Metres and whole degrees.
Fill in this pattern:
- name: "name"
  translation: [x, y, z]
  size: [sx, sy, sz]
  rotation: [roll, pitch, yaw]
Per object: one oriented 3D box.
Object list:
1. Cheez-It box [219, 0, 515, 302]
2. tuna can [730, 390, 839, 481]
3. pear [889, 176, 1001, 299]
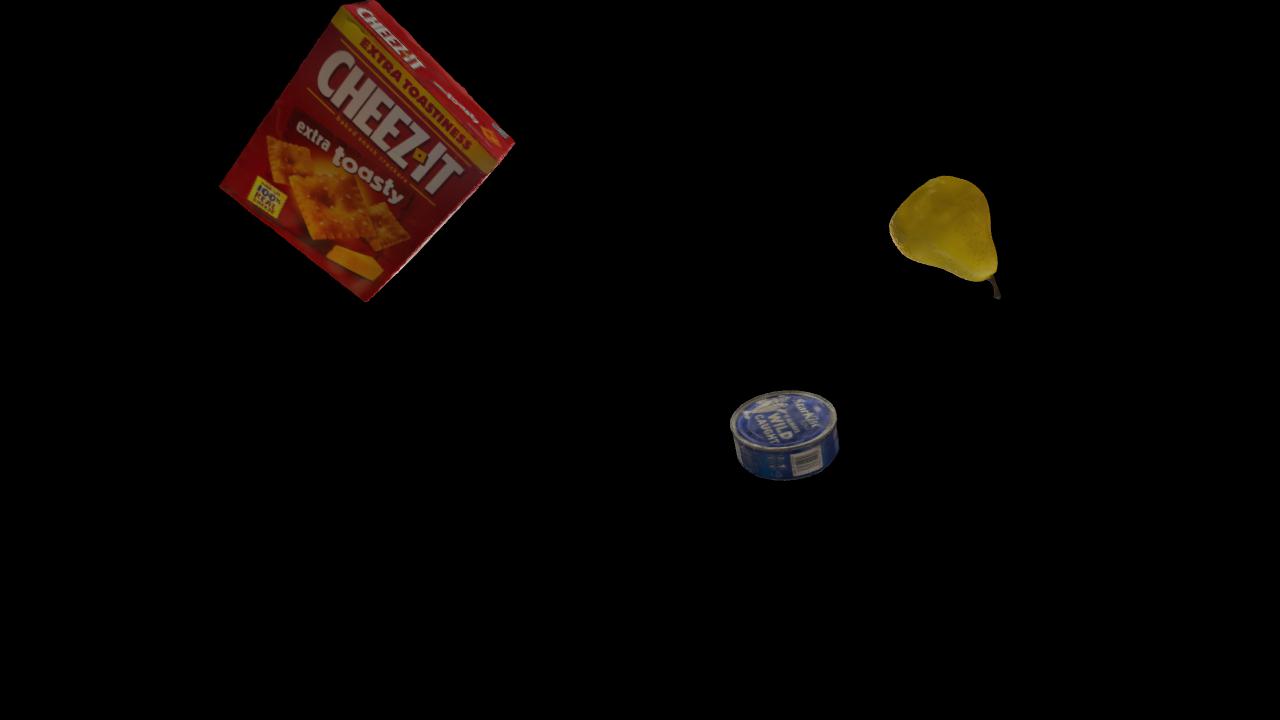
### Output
- name: "Cheez-It box"
  translation: [-0.252, -0.182, 0.575]
  size: [0.223, 0.166, 0.071]
  rotation: [-36, 24, 25]
- name: "tuna can"
  translation: [0.118, 0.060, 0.499]
  size: [0.084, 0.034, 0.084]
  rotation: [-12, 25, 6]
- name: "pear"
  translation: [0.270, -0.101, 0.518]
  size: [0.080, 0.111, 0.080]
  rotation: [-41, -13, -12]
